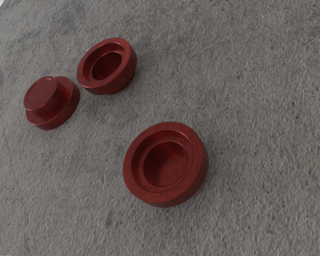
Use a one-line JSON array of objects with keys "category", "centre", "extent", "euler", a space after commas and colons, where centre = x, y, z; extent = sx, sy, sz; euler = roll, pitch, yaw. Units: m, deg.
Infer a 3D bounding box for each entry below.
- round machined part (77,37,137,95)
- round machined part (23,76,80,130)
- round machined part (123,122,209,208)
[{"category": "round machined part", "centre": [-0.079, -0.092, 0.491], "extent": [0.098, 0.042, 0.098], "euler": [-13, 56, 21]}, {"category": "round machined part", "centre": [-0.188, -0.049, 0.522], "extent": [0.098, 0.042, 0.098], "euler": [-13, 56, 21]}, {"category": "round machined part", "centre": [0.010, 0.045, 0.360], "extent": [0.098, 0.042, 0.098], "euler": [-13, 56, 21]}]
